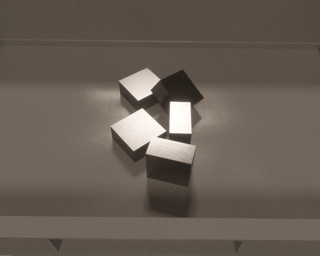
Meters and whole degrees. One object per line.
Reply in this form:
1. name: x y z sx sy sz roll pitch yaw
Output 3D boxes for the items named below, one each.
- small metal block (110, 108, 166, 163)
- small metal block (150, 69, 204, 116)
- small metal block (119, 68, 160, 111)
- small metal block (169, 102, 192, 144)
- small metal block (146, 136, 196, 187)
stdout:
1. small metal block: -0.027 0.009 0.398 0.050 0.025 0.050 -31 57 -24
2. small metal block: 0.024 -0.046 0.424 0.050 0.025 0.050 -32 85 -40
3. small metal block: -0.024 -0.056 0.452 0.050 0.025 0.050 -29 56 -23
4. small metal block: 0.024 0.003 0.387 0.025 0.050 0.050 2 50 1
5. small metal block: 0.012 0.040 0.356 0.050 0.050 0.025 12 51 9
